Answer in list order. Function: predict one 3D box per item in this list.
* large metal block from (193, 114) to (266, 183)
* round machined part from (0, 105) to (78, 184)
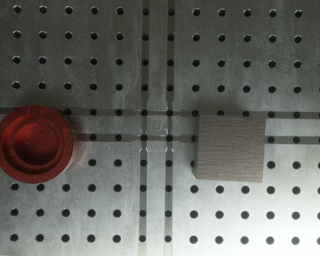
[{"bbox_3d":[0.087,0.025,0.401,0.080,0.050,0.080,3,90,0],"label":"large metal block"},{"bbox_3d":[-0.157,0.020,0.404,0.099,0.042,0.097,0,90,0],"label":"round machined part"}]
